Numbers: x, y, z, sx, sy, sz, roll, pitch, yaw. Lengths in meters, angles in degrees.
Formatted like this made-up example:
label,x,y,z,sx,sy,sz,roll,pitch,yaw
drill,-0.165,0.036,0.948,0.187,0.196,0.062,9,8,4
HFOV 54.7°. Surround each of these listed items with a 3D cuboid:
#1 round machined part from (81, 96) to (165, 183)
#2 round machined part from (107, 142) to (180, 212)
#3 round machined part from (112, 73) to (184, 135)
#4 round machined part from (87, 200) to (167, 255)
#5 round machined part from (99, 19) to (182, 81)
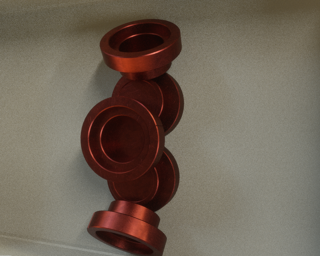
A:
label,x,y,z,sx,sy,sz,roll,pitch,yaw
round machined part,-0.040,0.013,0.367,0.098,0.042,0.097,0,90,19
round machined part,-0.027,0.065,0.408,0.098,0.042,0.097,0,90,19
round machined part,-0.021,-0.033,0.406,0.098,0.042,0.097,0,90,19
round machined part,-0.038,0.126,0.393,0.098,0.098,0.042,7,55,19
round machined part,-0.022,-0.095,0.387,0.098,0.098,0.042,8,135,19
